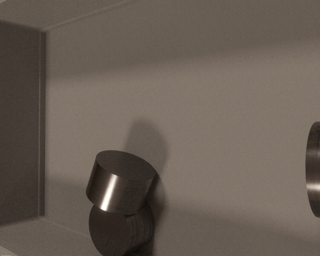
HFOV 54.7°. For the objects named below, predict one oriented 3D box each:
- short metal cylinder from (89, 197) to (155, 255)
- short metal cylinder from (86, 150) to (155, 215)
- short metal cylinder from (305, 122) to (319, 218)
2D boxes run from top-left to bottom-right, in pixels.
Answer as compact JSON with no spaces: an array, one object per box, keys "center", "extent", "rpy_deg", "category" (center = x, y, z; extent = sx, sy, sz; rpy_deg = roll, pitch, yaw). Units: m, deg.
[{"center":[-0.054,0.134,0.433],"extent":[0.080,0.050,0.079],"rpy_deg":[0,90,39],"category":"short metal cylinder"},{"center":[-0.052,0.070,0.412],"extent":[0.080,0.081,0.050],"rpy_deg":[31,109,35],"category":"short metal cylinder"},{"center":[0.153,0.033,0.244],"extent":[0.050,0.081,0.079],"rpy_deg":[-3,88,40],"category":"short metal cylinder"}]
